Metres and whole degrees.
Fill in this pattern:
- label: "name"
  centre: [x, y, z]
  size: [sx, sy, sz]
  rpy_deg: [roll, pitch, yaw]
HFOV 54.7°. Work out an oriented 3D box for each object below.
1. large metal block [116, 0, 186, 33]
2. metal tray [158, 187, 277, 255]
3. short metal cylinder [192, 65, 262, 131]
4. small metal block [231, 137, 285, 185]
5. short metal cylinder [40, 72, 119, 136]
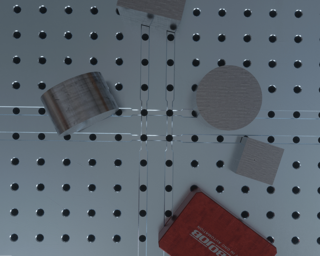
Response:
- label: "large metal block"
  centre: [-0.004, -0.178, 0.401]
  size: [0.080, 0.050, 0.080]
  rpy_deg: [13, 90, 0]
- label: "metal tray"
  centre: [0.074, 0.153, 0.412]
  size: [0.130, 0.030, 0.090]
  rpy_deg: [37, 90, 0]
- label: "short metal cylinder"
  centre: [0.084, -0.037, 0.401]
  size: [0.081, 0.050, 0.079]
  rpy_deg: [0, 90, 0]
- label: "small metal block"
  centre: [0.130, 0.043, 0.414]
  size: [0.050, 0.025, 0.050]
  rpy_deg: [18, 90, 0]
- label: "short metal cylinder"
  centre: [-0.098, -0.029, 0.385]
  size: [0.080, 0.080, 0.050]
  rpy_deg: [-26, 90, 0]
